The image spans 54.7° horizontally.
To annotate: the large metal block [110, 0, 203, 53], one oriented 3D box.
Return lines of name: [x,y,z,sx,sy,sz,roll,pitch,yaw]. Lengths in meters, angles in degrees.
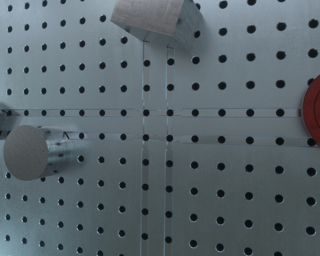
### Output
large metal block: [-0.001,-0.136,0.384,0.080,0.080,0.050,20,97,19]

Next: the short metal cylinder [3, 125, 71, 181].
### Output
short metal cylinder: [-0.183,0.035,0.464,0.080,0.050,0.079,0,90,20]

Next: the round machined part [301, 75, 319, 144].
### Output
round machined part: [0.205,-0.020,0.331,0.098,0.042,0.097,0,90,20]

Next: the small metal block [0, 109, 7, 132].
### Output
small metal block: [-0.290,-0.013,0.515,0.050,0.025,0.050,29,100,17]
